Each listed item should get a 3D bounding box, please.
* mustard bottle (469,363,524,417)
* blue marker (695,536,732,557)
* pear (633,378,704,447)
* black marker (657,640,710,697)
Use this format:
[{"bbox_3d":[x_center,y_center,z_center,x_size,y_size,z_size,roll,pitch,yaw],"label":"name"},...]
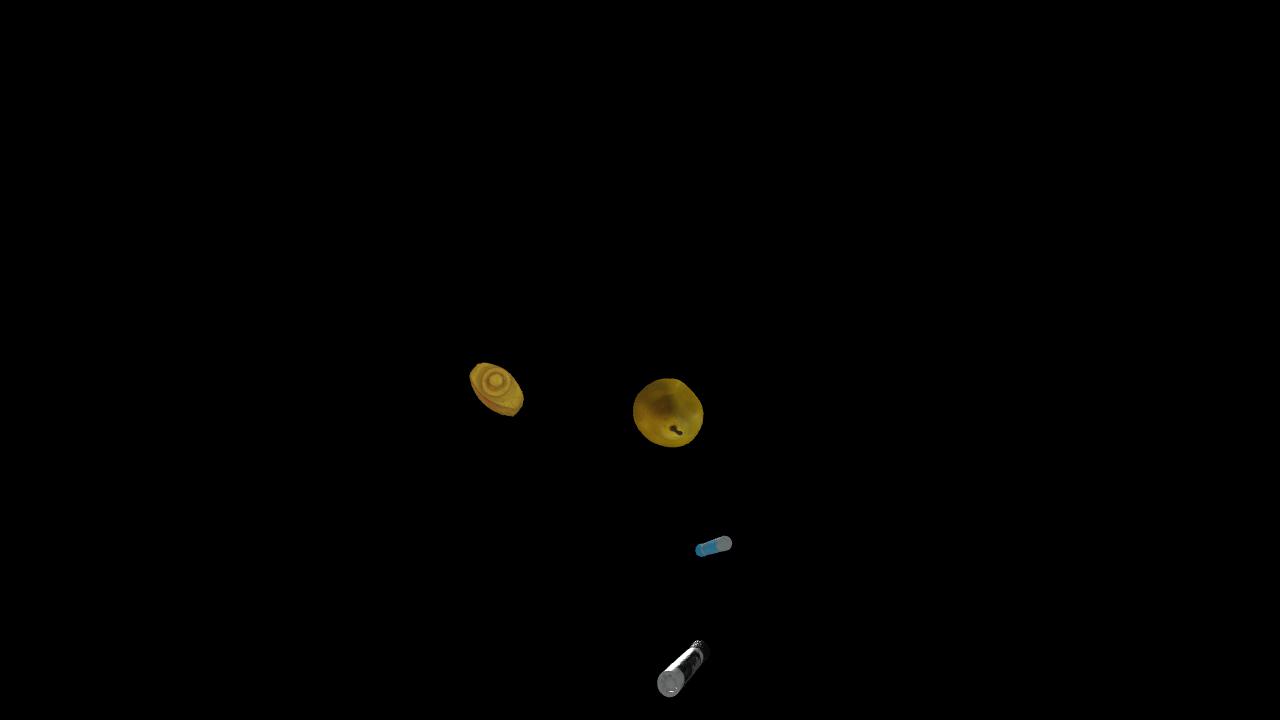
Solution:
[{"bbox_3d":[-0.218,0.042,0.938,0.054,0.092,0.184,-46,2,-16],"label":"mustard bottle"},{"bbox_3d":[0.100,0.260,0.856,0.020,0.020,0.121,0,-22,-11],"label":"blue marker"},{"bbox_3d":[0.029,0.062,0.664,0.080,0.080,0.111,0,4,8],"label":"pear"},{"bbox_3d":[0.040,0.261,0.527,0.020,0.020,0.121,0,-12,18],"label":"black marker"}]
